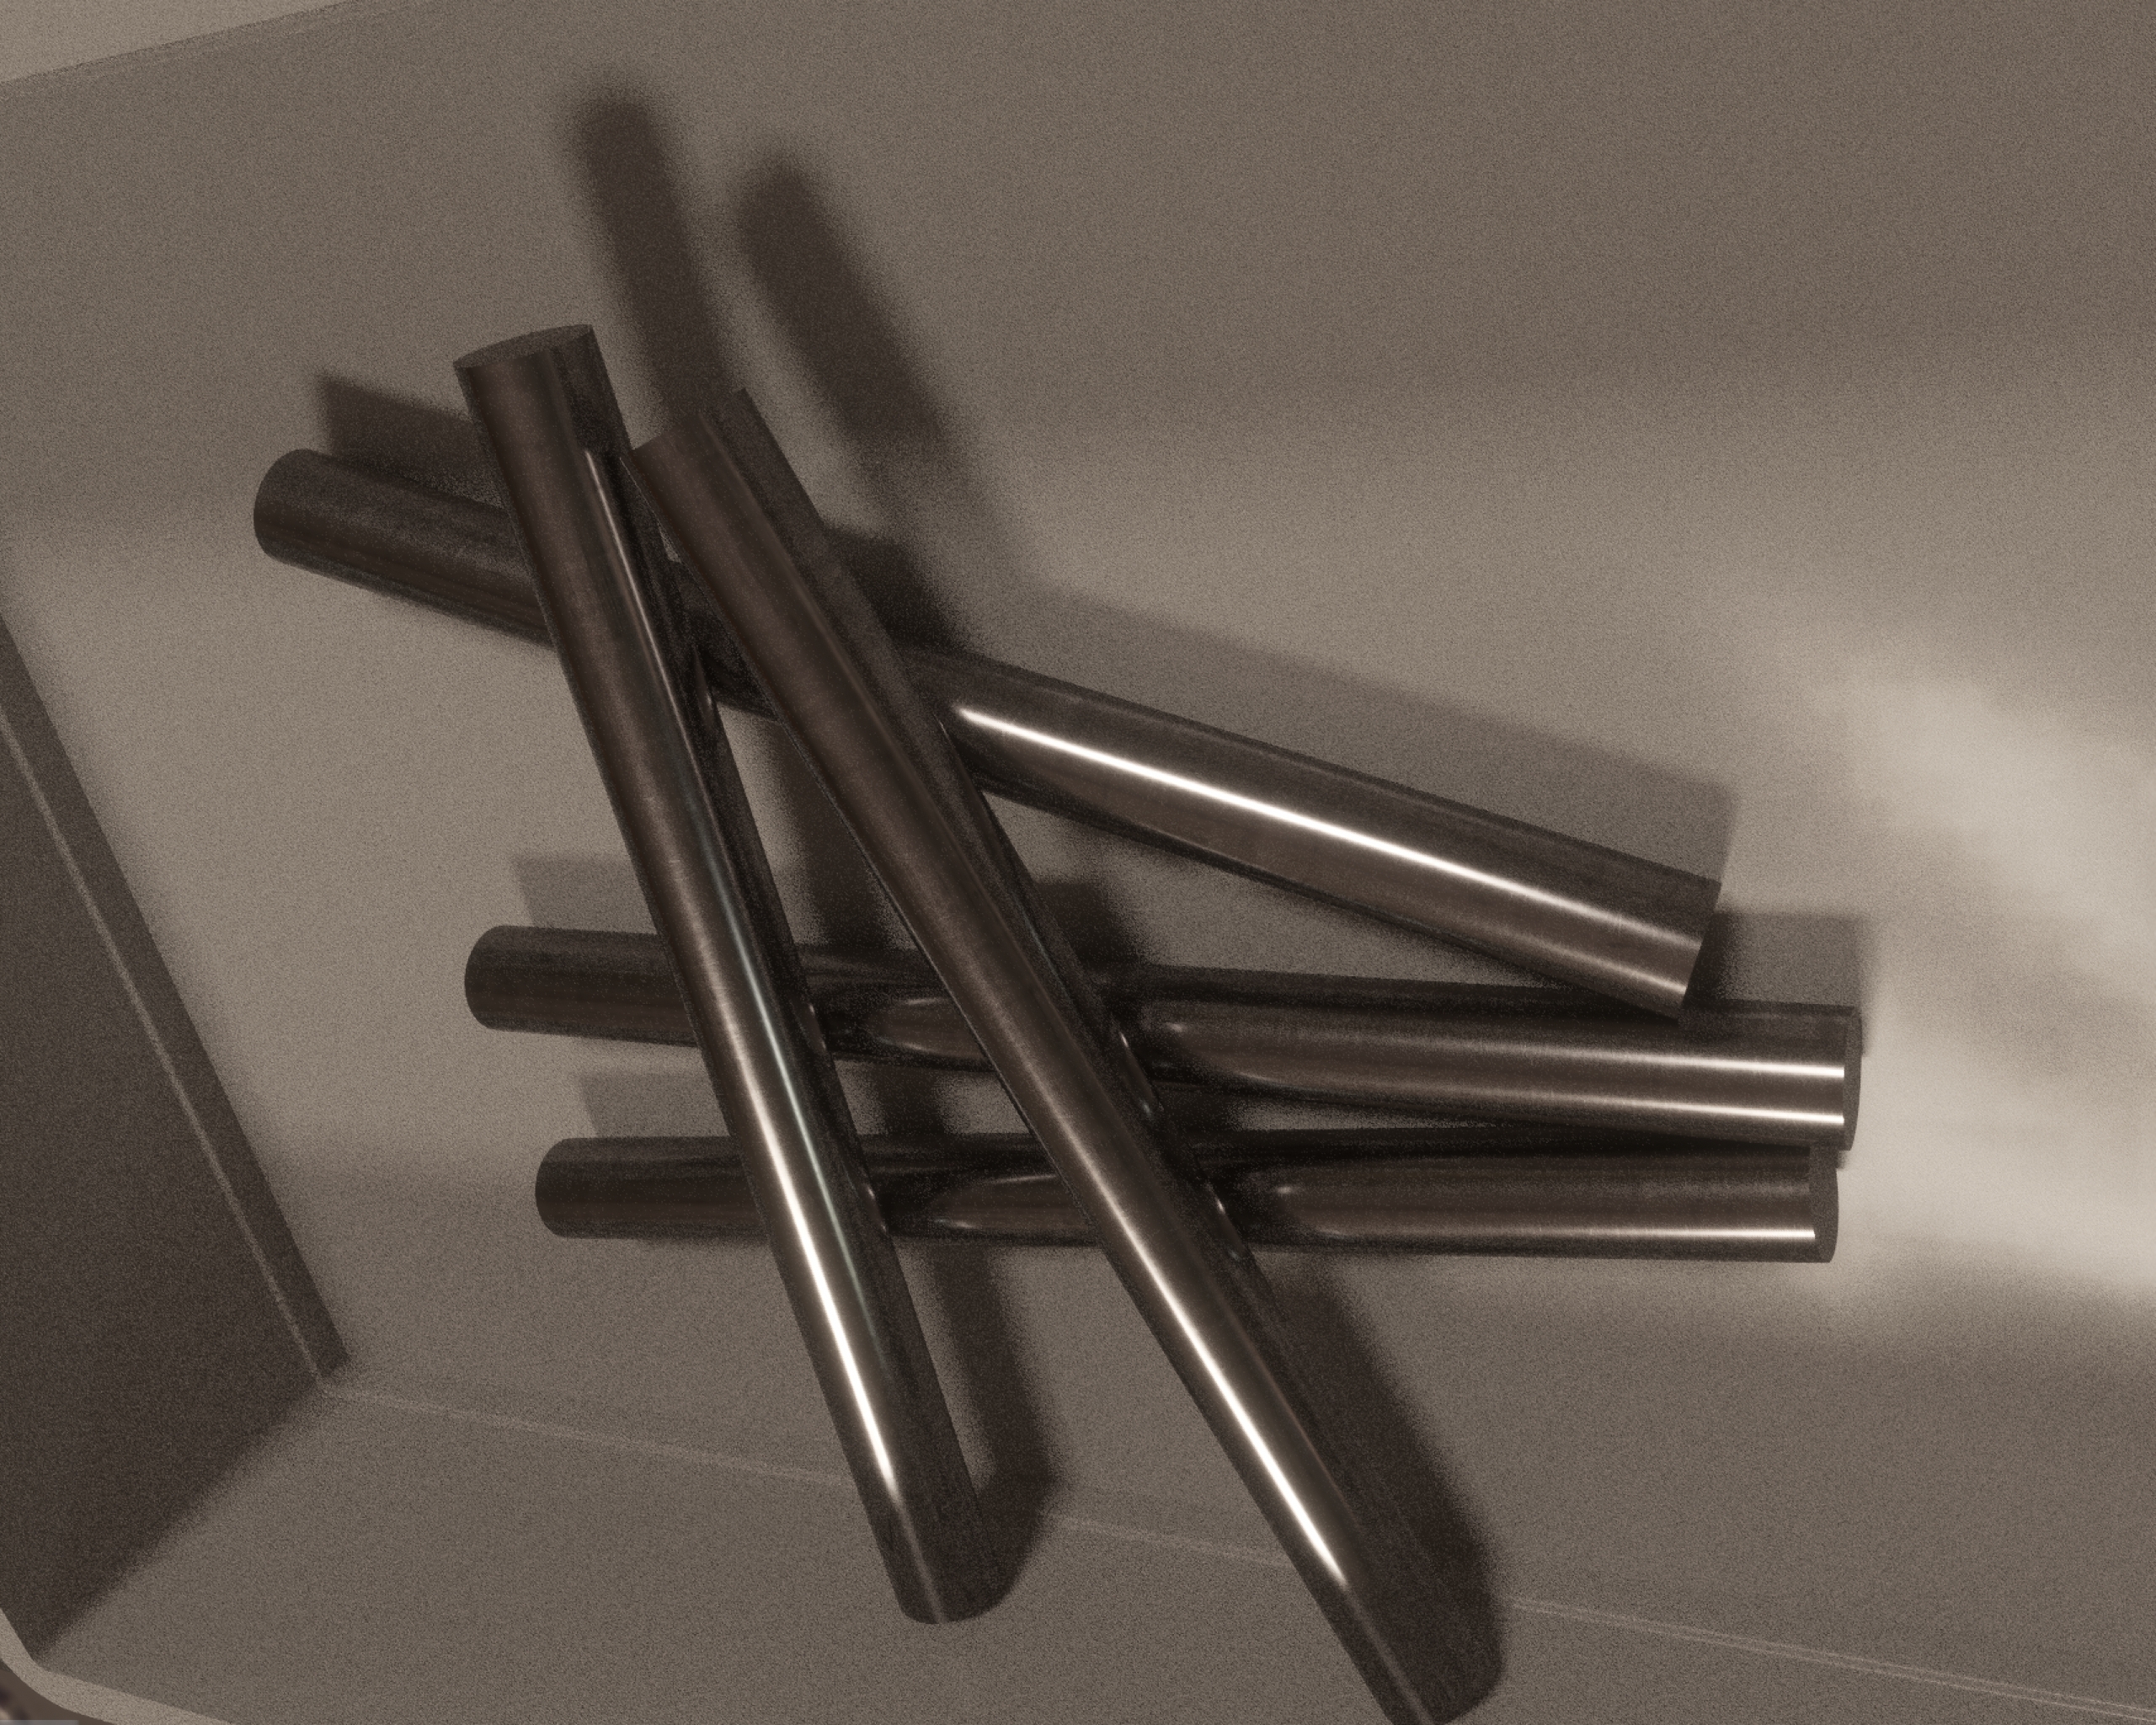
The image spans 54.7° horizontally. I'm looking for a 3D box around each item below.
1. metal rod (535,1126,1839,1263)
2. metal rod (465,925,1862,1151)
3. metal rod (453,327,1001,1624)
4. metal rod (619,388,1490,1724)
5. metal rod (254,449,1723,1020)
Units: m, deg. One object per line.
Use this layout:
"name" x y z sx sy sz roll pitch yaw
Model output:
"metal rod" 0.003 0.070 0.447 0.300 0.025 0.025 -5 116 30
"metal rod" -0.001 0.032 0.425 0.301 0.025 0.025 2 119 26
"metal rod" -0.064 0.040 0.430 0.025 0.025 0.298 0 119 28
"metal rod" 0.003 0.049 0.401 0.025 0.025 0.299 -19 109 35
"metal rod" -0.030 -0.030 0.402 0.301 0.025 0.025 18 126 17
